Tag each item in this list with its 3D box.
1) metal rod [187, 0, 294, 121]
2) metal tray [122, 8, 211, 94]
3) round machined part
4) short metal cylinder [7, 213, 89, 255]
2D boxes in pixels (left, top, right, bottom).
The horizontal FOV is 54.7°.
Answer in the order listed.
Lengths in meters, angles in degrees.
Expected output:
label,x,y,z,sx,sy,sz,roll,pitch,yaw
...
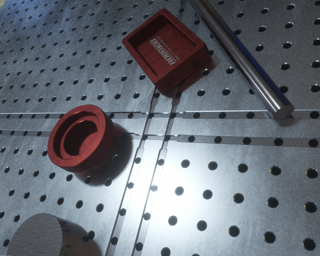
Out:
label,x,y,z,sx,sy,sz,roll,pitch,yaw
metal rod,0.093,-0.127,0.437,0.025,0.025,0.300,-29,52,9
metal tray,0.006,-0.122,0.476,0.090,0.030,0.130,-37,51,3
round machined part,-0.107,0.018,0.443,0.098,0.042,0.098,-13,56,21
short metal cylinder,-0.133,0.148,0.371,0.080,0.050,0.080,-13,56,21
